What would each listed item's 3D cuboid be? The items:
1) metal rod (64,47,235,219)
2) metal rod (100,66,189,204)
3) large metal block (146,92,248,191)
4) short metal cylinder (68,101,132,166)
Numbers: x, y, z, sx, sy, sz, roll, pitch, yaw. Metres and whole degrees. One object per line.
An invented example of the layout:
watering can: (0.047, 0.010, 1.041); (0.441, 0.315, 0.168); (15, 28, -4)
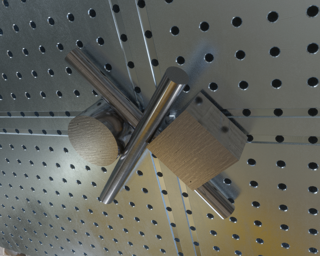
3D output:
metal rod: (-0.011, 0.010, 0.417); (0.300, 0.025, 0.025); (45, 129, -4)
metal rod: (-0.036, 0.033, 0.419); (0.025, 0.025, 0.298); (36, 137, 4)
large metal block: (0.044, 0.017, 0.376); (0.080, 0.050, 0.080); (44, 129, -2)
short metal cylinder: (-0.081, 0.007, 0.437); (0.080, 0.050, 0.079); (13, 124, 21)
